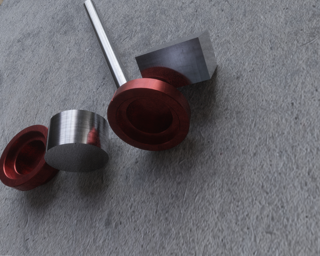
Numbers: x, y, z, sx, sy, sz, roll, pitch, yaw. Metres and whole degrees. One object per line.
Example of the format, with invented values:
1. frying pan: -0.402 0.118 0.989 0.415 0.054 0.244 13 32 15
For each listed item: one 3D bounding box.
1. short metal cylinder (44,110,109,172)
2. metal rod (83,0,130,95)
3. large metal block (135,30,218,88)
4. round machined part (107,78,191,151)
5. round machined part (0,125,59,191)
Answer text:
1. short metal cylinder: -0.109 0.019 0.414 0.080 0.080 0.050 -18 55 17
2. metal rod: -0.093 -0.143 0.540 0.025 0.025 0.300 -31 52 8
3. large metal block: 0.025 -0.087 0.403 0.080 0.050 0.080 -13 19 21
4. round machined part: -0.011 -0.020 0.379 0.098 0.098 0.042 -11 38 22
5. round machined part: -0.186 0.047 0.461 0.098 0.042 0.098 -13 56 21
